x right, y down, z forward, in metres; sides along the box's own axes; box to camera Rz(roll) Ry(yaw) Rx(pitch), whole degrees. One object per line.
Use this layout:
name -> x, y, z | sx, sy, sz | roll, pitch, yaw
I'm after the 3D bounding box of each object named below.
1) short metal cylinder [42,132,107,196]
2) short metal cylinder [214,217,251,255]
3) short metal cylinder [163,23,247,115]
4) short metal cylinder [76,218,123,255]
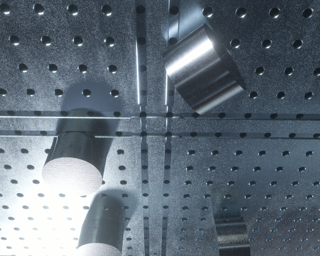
short metal cylinder -> -0.119, 0.051, 0.438 | 0.081, 0.050, 0.079 | 0, 130, 0
short metal cylinder -> 0.125, 0.199, 0.546 | 0.050, 0.080, 0.080 | -6, 130, 5
short metal cylinder -> 0.047, -0.060, 0.324 | 0.050, 0.080, 0.080 | -32, 124, 24
short metal cylinder -> -0.109, 0.211, 0.574 | 0.081, 0.050, 0.079 | 0, 130, 0
